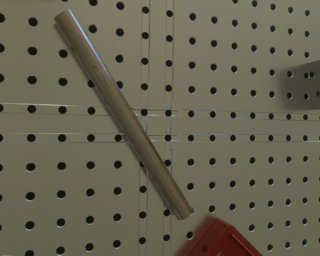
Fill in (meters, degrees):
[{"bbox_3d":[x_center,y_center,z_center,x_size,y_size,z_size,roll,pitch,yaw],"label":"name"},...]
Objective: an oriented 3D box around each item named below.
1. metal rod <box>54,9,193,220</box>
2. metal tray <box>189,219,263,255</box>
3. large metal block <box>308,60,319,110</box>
[{"bbox_3d":[-0.041,-0.008,0.397,0.025,0.025,0.299,-34,101,-17],"label":"metal rod"},{"bbox_3d":[0.106,0.209,0.449,0.130,0.030,0.090,46,76,-14],"label":"metal tray"},{"bbox_3d":[0.291,-0.074,0.491,0.050,0.080,0.080,-12,94,-20],"label":"large metal block"}]
